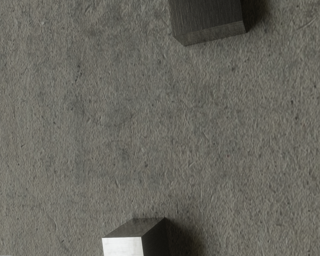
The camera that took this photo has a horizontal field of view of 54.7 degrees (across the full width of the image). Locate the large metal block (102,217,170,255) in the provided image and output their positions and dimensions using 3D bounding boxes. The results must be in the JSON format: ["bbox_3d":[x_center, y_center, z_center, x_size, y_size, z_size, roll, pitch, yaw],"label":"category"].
[{"bbox_3d":[-0.025,0.164,0.389,0.050,0.080,0.080,-9,87,20],"label":"large metal block"}]

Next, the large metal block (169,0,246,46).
[{"bbox_3d":[0.057,-0.152,0.376,0.080,0.050,0.080,-7,88,20],"label":"large metal block"}]
